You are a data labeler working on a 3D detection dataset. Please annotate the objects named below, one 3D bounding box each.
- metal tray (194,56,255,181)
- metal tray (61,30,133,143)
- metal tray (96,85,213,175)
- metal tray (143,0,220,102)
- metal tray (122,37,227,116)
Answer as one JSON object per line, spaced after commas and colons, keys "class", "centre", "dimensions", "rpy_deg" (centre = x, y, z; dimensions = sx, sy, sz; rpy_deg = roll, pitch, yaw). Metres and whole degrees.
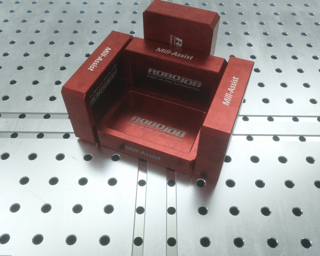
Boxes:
{"class": "metal tray", "centre": [0.078, -0.013, 0.376], "dimensions": [0.030, 0.090, 0.130], "rpy_deg": [17, 52, 14]}
{"class": "metal tray", "centre": [-0.073, -0.056, 0.412], "dimensions": [0.030, 0.090, 0.130], "rpy_deg": [17, 52, 14]}
{"class": "metal tray", "centre": [-0.005, -0.002, 0.405], "dimensions": [0.130, 0.030, 0.090], "rpy_deg": [17, 52, 14]}
{"class": "metal tray", "centre": [0.026, -0.100, 0.423], "dimensions": [0.090, 0.129, 0.030], "rpy_deg": [18, 53, 14]}
{"class": "metal tray", "centre": [0.018, -0.064, 0.419], "dimensions": [0.130, 0.090, 0.030], "rpy_deg": [17, 53, 13]}
